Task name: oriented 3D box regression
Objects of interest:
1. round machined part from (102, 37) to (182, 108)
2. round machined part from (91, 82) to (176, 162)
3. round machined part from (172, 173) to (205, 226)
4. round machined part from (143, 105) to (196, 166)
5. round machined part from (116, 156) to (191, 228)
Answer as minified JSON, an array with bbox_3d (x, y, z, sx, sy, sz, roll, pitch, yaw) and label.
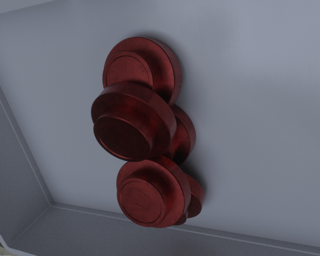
[{"bbox_3d":[-0.027,-0.056,0.362,0.098,0.042,0.097,7,106,26],"label":"round machined part"},{"bbox_3d":[-0.035,0.001,0.348,0.098,0.042,0.097,15,137,15],"label":"round machined part"},{"bbox_3d":[0.010,0.101,0.435,0.098,0.042,0.097,15,139,14],"label":"round machined part"},{"bbox_3d":[-0.006,0.014,0.408,0.098,0.042,0.097,13,123,21],"label":"round machined part"},{"bbox_3d":[-0.015,0.084,0.389,0.098,0.042,0.097,9,111,25],"label":"round machined part"}]
